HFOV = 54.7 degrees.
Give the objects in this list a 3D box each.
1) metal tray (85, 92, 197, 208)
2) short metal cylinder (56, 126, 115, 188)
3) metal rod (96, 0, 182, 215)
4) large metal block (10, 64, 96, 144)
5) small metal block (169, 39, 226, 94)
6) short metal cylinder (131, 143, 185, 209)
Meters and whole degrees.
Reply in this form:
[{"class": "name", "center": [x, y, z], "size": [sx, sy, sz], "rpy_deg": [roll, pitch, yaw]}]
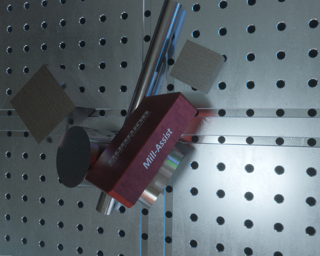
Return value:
[{"class": "metal tray", "center": [-0.024, 0.019, 0.355], "size": [0.030, 0.090, 0.130], "rpy_deg": [43, 72, -23]}, {"class": "short metal cylinder", "center": [-0.096, 0.040, 0.418], "size": [0.080, 0.050, 0.080], "rpy_deg": [-10, 75, 41]}, {"class": "metal rod", "center": [-0.031, -0.023, 0.423], "size": [0.025, 0.025, 0.298], "rpy_deg": [21, 97, 18]}, {"class": "large metal block", "center": [-0.157, -0.033, 0.454], "size": [0.080, 0.050, 0.080], "rpy_deg": [-42, 77, 15]}, {"class": "small metal block", "center": [0.048, -0.077, 0.396], "size": [0.050, 0.025, 0.050], "rpy_deg": [30, 100, 17]}, {"class": "short metal cylinder", "center": [-0.012, 0.051, 0.383], "size": [0.050, 0.080, 0.080], "rpy_deg": [32, 101, 5]}]
